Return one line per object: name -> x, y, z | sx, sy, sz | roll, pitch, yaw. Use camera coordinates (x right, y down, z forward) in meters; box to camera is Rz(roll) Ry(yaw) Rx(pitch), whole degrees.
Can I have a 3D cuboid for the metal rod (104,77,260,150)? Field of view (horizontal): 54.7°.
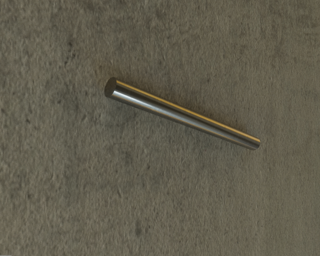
metal rod -> 0.054, -0.010, 0.452 | 0.302, 0.025, 0.025 | 19, 78, -39
